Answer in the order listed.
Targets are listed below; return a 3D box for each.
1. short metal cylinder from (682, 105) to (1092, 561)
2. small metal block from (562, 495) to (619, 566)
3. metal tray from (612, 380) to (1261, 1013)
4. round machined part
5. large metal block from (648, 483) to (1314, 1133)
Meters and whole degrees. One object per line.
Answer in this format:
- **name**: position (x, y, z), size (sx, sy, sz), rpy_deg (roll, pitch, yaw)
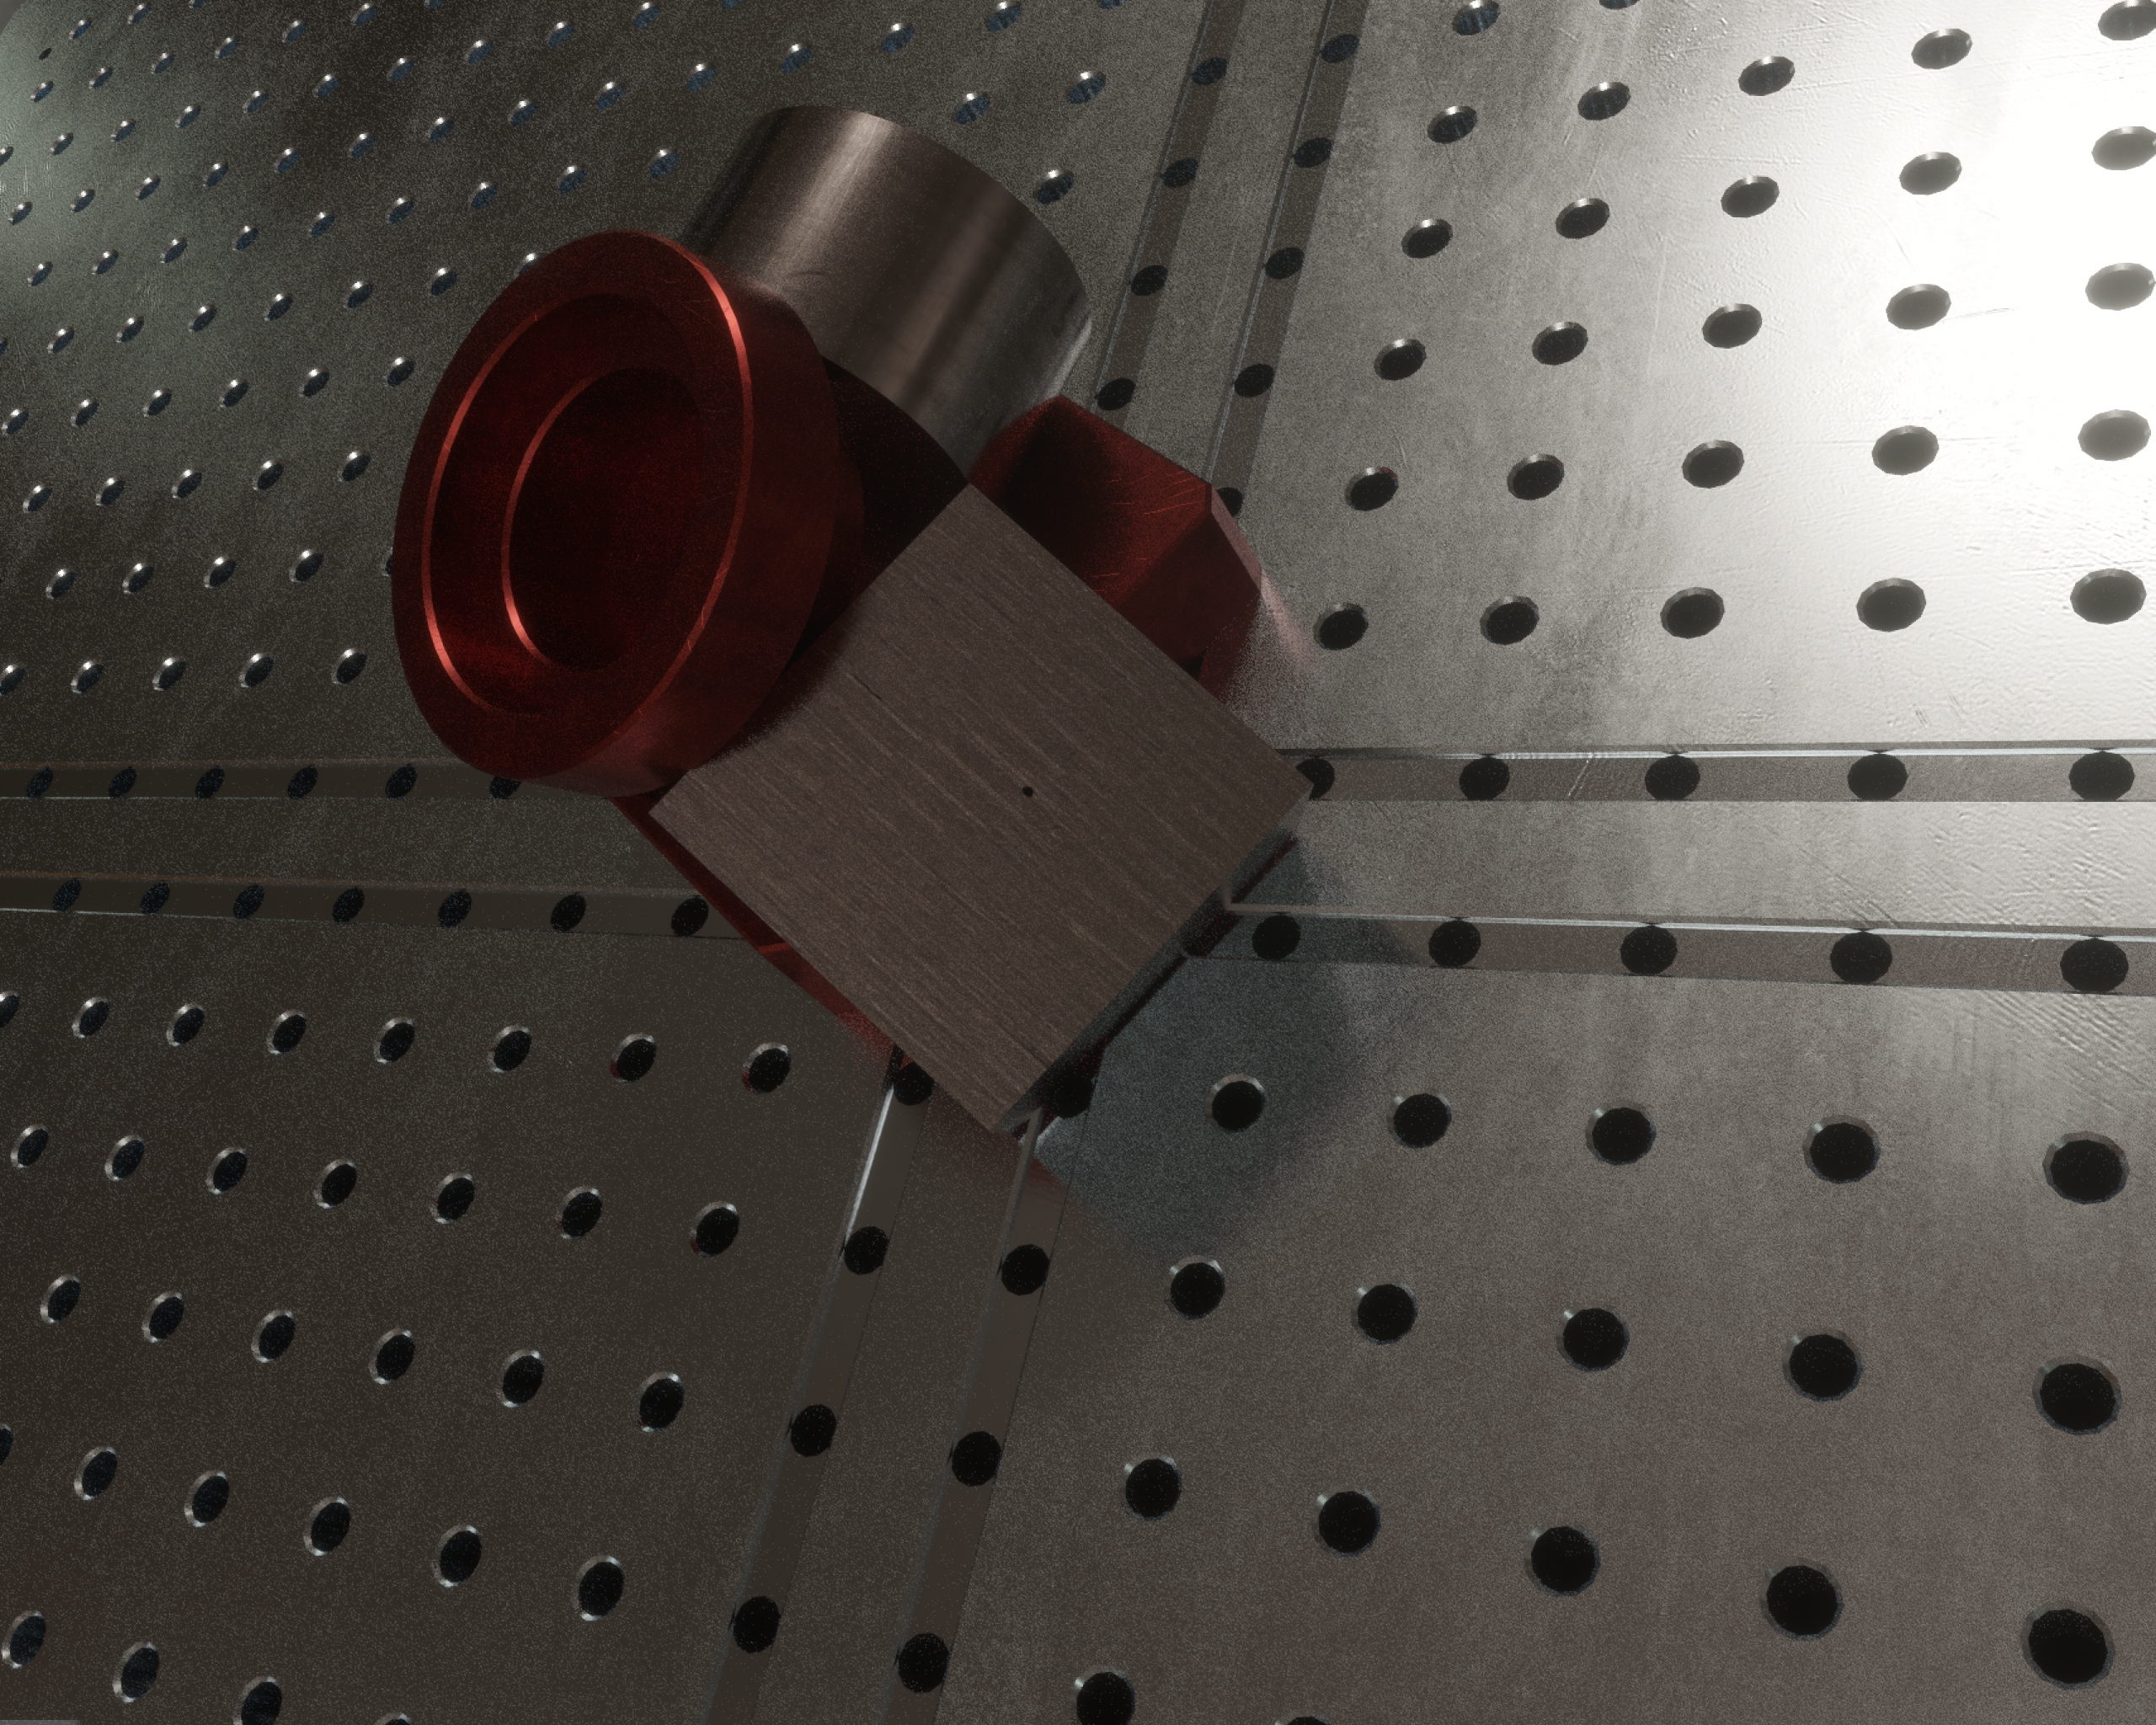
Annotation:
- **short metal cylinder**: position (-0.044, -0.104, 0.419), size (0.080, 0.080, 0.050), rpy_deg (14, 69, 33)
- **small metal block**: position (-0.098, -0.050, 0.432), size (0.025, 0.050, 0.050), rpy_deg (21, 73, 35)
- **metal tray**: position (-0.036, -0.042, 0.449), size (0.130, 0.030, 0.090), rpy_deg (-47, 52, -5)
- **round machined part**: position (-0.077, -0.060, 0.377), size (0.098, 0.042, 0.097), rpy_deg (-8, 77, 38)
- **large metal block**: position (-0.016, -0.007, 0.380), size (0.080, 0.050, 0.080), rpy_deg (42, 85, 8)
